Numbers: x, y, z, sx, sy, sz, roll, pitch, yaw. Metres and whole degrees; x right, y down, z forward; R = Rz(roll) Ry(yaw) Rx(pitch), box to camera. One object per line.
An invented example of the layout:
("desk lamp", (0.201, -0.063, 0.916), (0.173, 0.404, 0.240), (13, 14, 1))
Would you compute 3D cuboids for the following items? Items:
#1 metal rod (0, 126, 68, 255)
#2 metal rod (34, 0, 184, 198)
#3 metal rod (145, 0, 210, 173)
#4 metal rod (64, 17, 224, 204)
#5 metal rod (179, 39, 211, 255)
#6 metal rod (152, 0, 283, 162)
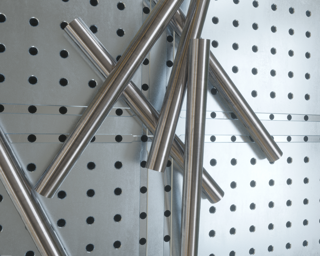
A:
("metal rod", (-0.158, 0.074, 0.354), (0.025, 0.025, 0.299), (-26, 99, -18))
("metal rod", (-0.054, -0.050, 0.367), (0.025, 0.025, 0.299), (34, 89, -17))
("metal rod", (0.033, -0.092, 0.396), (0.025, 0.025, 0.299), (17, 84, -19))
("metal rod", (-0.012, -0.013, 0.407), (0.025, 0.025, 0.300), (-43, 104, -15))
("metal rod", (0.043, 0.041, 0.398), (0.025, 0.025, 0.298), (-2, 102, -20))
("metal rod", (0.086, -0.070, 0.443), (0.025, 0.025, 0.300), (-42, 104, -15))
